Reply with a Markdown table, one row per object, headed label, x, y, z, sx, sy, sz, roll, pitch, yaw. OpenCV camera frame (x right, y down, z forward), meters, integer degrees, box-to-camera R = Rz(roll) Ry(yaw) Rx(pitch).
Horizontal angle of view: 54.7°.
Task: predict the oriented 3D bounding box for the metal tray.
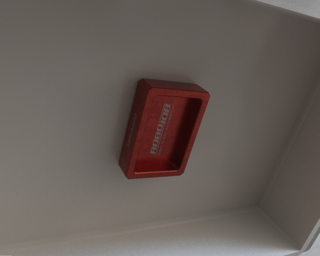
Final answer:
| label | x | y | z | sx | sy | sz | roll | pitch | yaw |
| --- | --- | --- | --- | --- | --- | --- | --- | --- | --- |
| metal tray | 0.004 | 0.004 | 0.408 | 0.091 | 0.030 | 0.129 | 1 | 118 | -30 |
